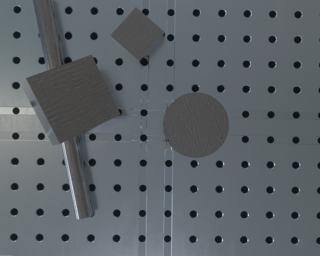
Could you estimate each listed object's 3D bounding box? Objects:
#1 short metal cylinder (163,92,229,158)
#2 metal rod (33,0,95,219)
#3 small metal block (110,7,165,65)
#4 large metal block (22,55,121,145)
[{"bbox_3d":[0.044,-0.004,0.401,0.081,0.050,0.079,0,90,0],"label":"short metal cylinder"},{"bbox_3d":[-0.128,-0.029,0.412,0.025,0.025,0.298,-11,90,0],"label":"metal rod"},{"bbox_3d":[-0.029,-0.122,0.413,0.050,0.025,0.050,42,90,0],"label":"small metal block"},{"bbox_3d":[-0.108,-0.033,0.380,0.081,0.050,0.080,-29,99,-27],"label":"large metal block"}]
